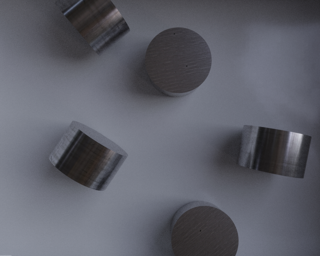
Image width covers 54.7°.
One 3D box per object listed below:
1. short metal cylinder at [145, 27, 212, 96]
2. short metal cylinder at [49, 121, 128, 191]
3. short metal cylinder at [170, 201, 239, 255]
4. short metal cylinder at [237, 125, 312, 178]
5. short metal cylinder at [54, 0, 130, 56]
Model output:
[{"bbox_3d":[0.022,-0.082,0.399,0.081,0.050,0.080,0,90,0],"label":"short metal cylinder"},{"bbox_3d":[-0.087,0.034,0.383,0.080,0.080,0.050,33,90,0],"label":"short metal cylinder"},{"bbox_3d":[0.054,0.137,0.395,0.081,0.050,0.080,0,83,0],"label":"short metal cylinder"},{"bbox_3d":[0.140,0.028,0.385,0.080,0.080,0.050,11,90,0],"label":"short metal cylinder"},{"bbox_3d":[-0.082,-0.136,0.383,0.050,0.080,0.080,-40,90,0],"label":"short metal cylinder"}]
